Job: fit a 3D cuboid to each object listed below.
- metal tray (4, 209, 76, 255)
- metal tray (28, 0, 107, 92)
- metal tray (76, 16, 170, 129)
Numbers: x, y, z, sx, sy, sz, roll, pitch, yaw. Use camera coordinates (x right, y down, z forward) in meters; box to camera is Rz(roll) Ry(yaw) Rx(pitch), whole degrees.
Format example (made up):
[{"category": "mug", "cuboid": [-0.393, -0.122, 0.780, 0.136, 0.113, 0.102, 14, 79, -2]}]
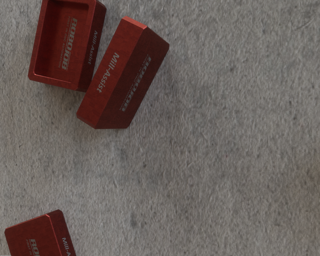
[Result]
[{"category": "metal tray", "cuboid": [-0.173, 0.199, 0.466, 0.090, 0.030, 0.129, -22, 83, 18]}, {"category": "metal tray", "cuboid": [-0.136, -0.124, 0.452, 0.090, 0.030, 0.129, 14, 95, 19]}, {"category": "metal tray", "cuboid": [-0.043, -0.062, 0.388, 0.030, 0.090, 0.129, 31, 100, 17]}]
